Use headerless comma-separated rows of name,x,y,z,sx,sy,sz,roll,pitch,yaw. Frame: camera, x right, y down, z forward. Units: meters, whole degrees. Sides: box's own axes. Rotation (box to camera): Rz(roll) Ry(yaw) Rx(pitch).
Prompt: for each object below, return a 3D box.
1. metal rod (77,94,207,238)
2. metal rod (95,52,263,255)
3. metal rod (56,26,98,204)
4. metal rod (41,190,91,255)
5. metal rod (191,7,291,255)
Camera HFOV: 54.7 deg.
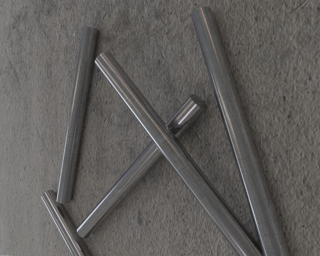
metal rod,-0.039,0.069,0.437,0.298,0.025,0.025,-50,61,28
metal rod,0.013,0.023,0.364,0.025,0.025,0.300,-47,71,30
metal rod,-0.140,-0.016,0.520,0.025,0.025,0.298,19,102,38
metal rod,-0.121,0.220,0.504,0.300,0.025,0.025,47,118,29
metal rod,0.085,0.006,0.334,0.025,0.025,0.299,-24,75,37
